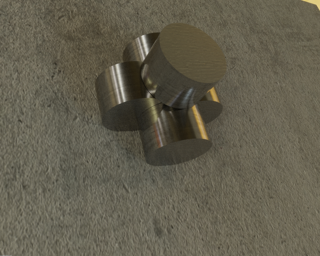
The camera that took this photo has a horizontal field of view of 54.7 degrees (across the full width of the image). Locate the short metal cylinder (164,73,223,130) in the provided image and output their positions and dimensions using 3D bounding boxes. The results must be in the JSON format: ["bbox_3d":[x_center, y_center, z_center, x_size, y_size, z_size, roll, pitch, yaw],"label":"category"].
[{"bbox_3d":[0.037,-0.036,0.414,0.081,0.080,0.050,0,62,-29],"label":"short metal cylinder"}]

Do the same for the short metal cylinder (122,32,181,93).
[{"bbox_3d":[-0.006,-0.082,0.418,0.081,0.080,0.050,-2,63,-30],"label":"short metal cylinder"}]

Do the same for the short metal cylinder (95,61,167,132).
[{"bbox_3d":[-0.034,-0.036,0.375,0.081,0.080,0.050,-1,63,-29],"label":"short metal cylinder"}]

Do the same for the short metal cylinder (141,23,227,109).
[{"bbox_3d":[0.025,-0.068,0.343,0.081,0.050,0.080,14,56,-21],"label":"short metal cylinder"}]

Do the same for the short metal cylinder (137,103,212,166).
[{"bbox_3d":[0.017,0.008,0.376,0.081,0.080,0.050,0,62,-29],"label":"short metal cylinder"}]
